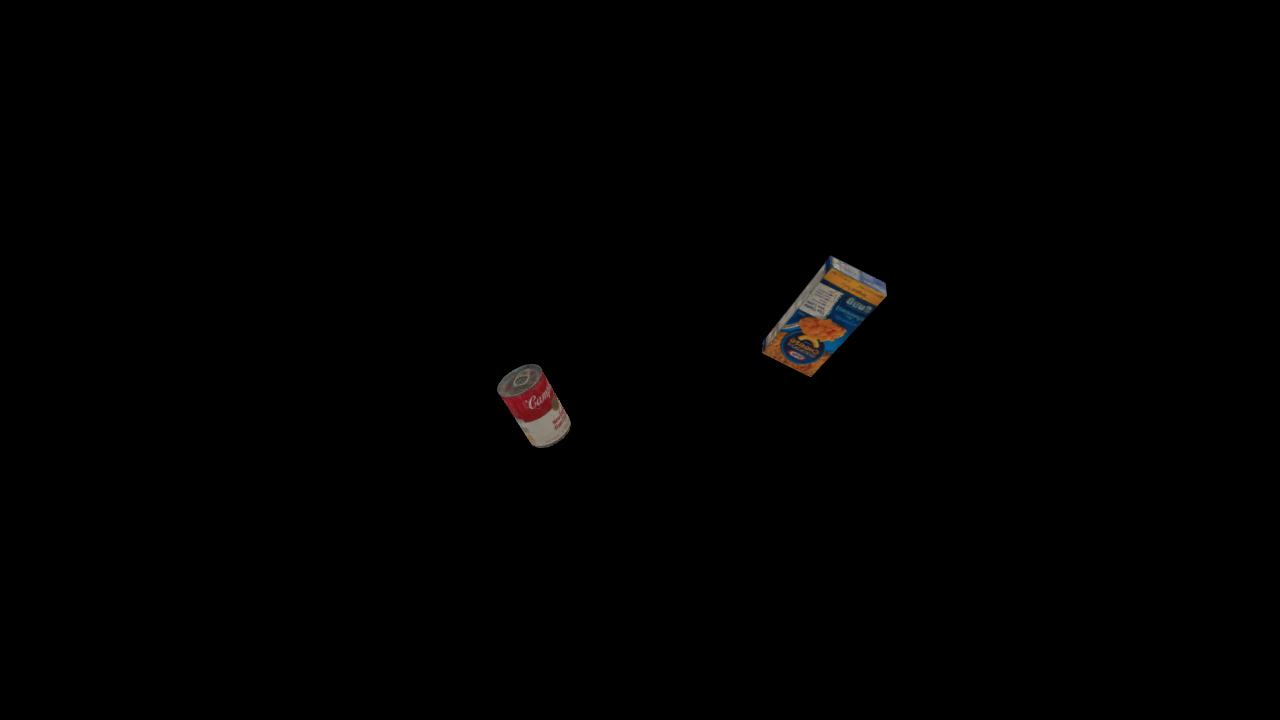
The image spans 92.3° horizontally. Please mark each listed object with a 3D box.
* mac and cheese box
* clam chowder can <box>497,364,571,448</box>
[{"bbox_3d":[0.269,-0.060,0.915,0.093,0.041,0.184,24,-48,-7],"label":"mac and cheese box"},{"bbox_3d":[-0.147,0.066,0.866,0.068,0.102,0.068,-17,33,11],"label":"clam chowder can"}]
